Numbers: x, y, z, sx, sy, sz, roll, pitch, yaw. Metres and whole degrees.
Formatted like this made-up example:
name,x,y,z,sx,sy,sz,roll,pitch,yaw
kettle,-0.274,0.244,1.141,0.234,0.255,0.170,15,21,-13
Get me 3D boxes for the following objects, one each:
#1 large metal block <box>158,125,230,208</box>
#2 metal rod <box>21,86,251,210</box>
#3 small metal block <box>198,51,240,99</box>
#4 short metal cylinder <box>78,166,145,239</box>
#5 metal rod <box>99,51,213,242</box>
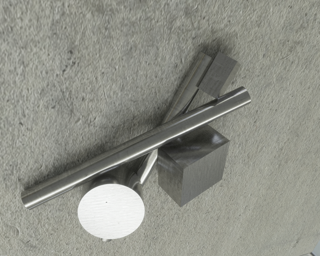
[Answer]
name,x,y,z,sx,sy,sz,roll,pitch,yaw
large metal block,0.045,0.049,0.428,0.081,0.050,0.079,-27,138,-27
metal rod,-0.026,0.023,0.386,0.301,0.025,0.025,-26,128,-4
small metal block,0.077,-0.066,0.393,0.050,0.025,0.050,-61,167,15
short metal cylinder,-0.062,0.094,0.400,0.081,0.050,0.079,-2,110,-6
metal rod,-0.011,0.036,0.424,0.025,0.025,0.298,19,109,-36
